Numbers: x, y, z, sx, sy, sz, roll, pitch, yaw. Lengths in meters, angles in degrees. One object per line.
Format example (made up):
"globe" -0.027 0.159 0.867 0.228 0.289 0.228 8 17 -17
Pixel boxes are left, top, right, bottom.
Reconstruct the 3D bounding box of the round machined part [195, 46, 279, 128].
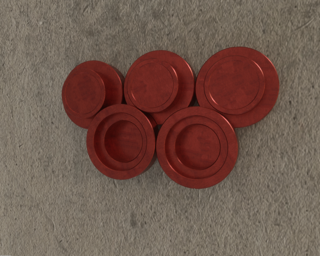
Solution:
"round machined part" 0.090 -0.049 0.369 0.098 0.042 0.097 0 90 19

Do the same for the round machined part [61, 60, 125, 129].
"round machined part" -0.097 -0.047 0.434 0.098 0.042 0.097 0 90 19

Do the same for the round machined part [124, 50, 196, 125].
"round machined part" -0.003 -0.053 0.402 0.098 0.042 0.097 0 90 19

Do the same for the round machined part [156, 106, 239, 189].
"round machined part" 0.048 0.023 0.384 0.098 0.042 0.097 0 90 19

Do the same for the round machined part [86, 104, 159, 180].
"round machined part" -0.045 0.018 0.416 0.098 0.042 0.097 0 90 19
